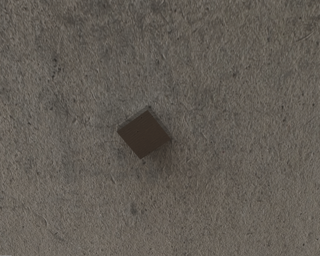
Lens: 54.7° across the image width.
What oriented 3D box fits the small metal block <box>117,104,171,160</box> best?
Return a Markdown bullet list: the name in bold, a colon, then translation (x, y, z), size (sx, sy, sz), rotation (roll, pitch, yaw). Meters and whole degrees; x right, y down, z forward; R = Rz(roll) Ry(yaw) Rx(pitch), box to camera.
- **small metal block**: translation (-0.021, 0.005, 0.413), size (0.050, 0.025, 0.050), rotation (-35, 107, 11)
